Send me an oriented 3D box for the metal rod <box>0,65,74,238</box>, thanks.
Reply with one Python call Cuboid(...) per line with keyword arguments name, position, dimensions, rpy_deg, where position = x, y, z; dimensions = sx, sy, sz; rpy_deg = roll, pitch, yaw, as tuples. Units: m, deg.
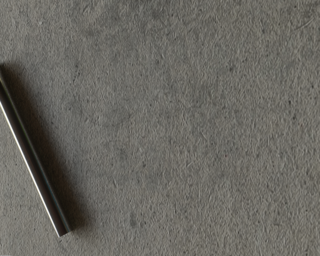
Cuboid(name="metal rod", position=(-0.207, 0.026, 0.480), dimensions=(0.025, 0.025, 0.299), rpy_deg=(-31, 80, 17))
